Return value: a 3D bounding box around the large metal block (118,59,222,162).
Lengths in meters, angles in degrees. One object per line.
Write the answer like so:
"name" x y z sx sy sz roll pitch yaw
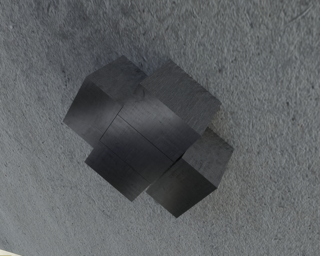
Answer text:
"large metal block" 0.014 -0.023 0.351 0.080 0.080 0.050 41 129 0

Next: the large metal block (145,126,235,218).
"large metal block" 0.038 0.052 0.384 0.050 0.080 0.080 41 129 0

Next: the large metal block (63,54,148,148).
"large metal block" -0.063 -0.034 0.384 0.050 0.080 0.080 41 129 0

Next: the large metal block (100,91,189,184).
"large metal block" -0.012 0.007 0.382 0.080 0.080 0.050 41 129 0

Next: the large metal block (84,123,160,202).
"large metal block" -0.038 0.036 0.414 0.080 0.080 0.050 41 129 0
